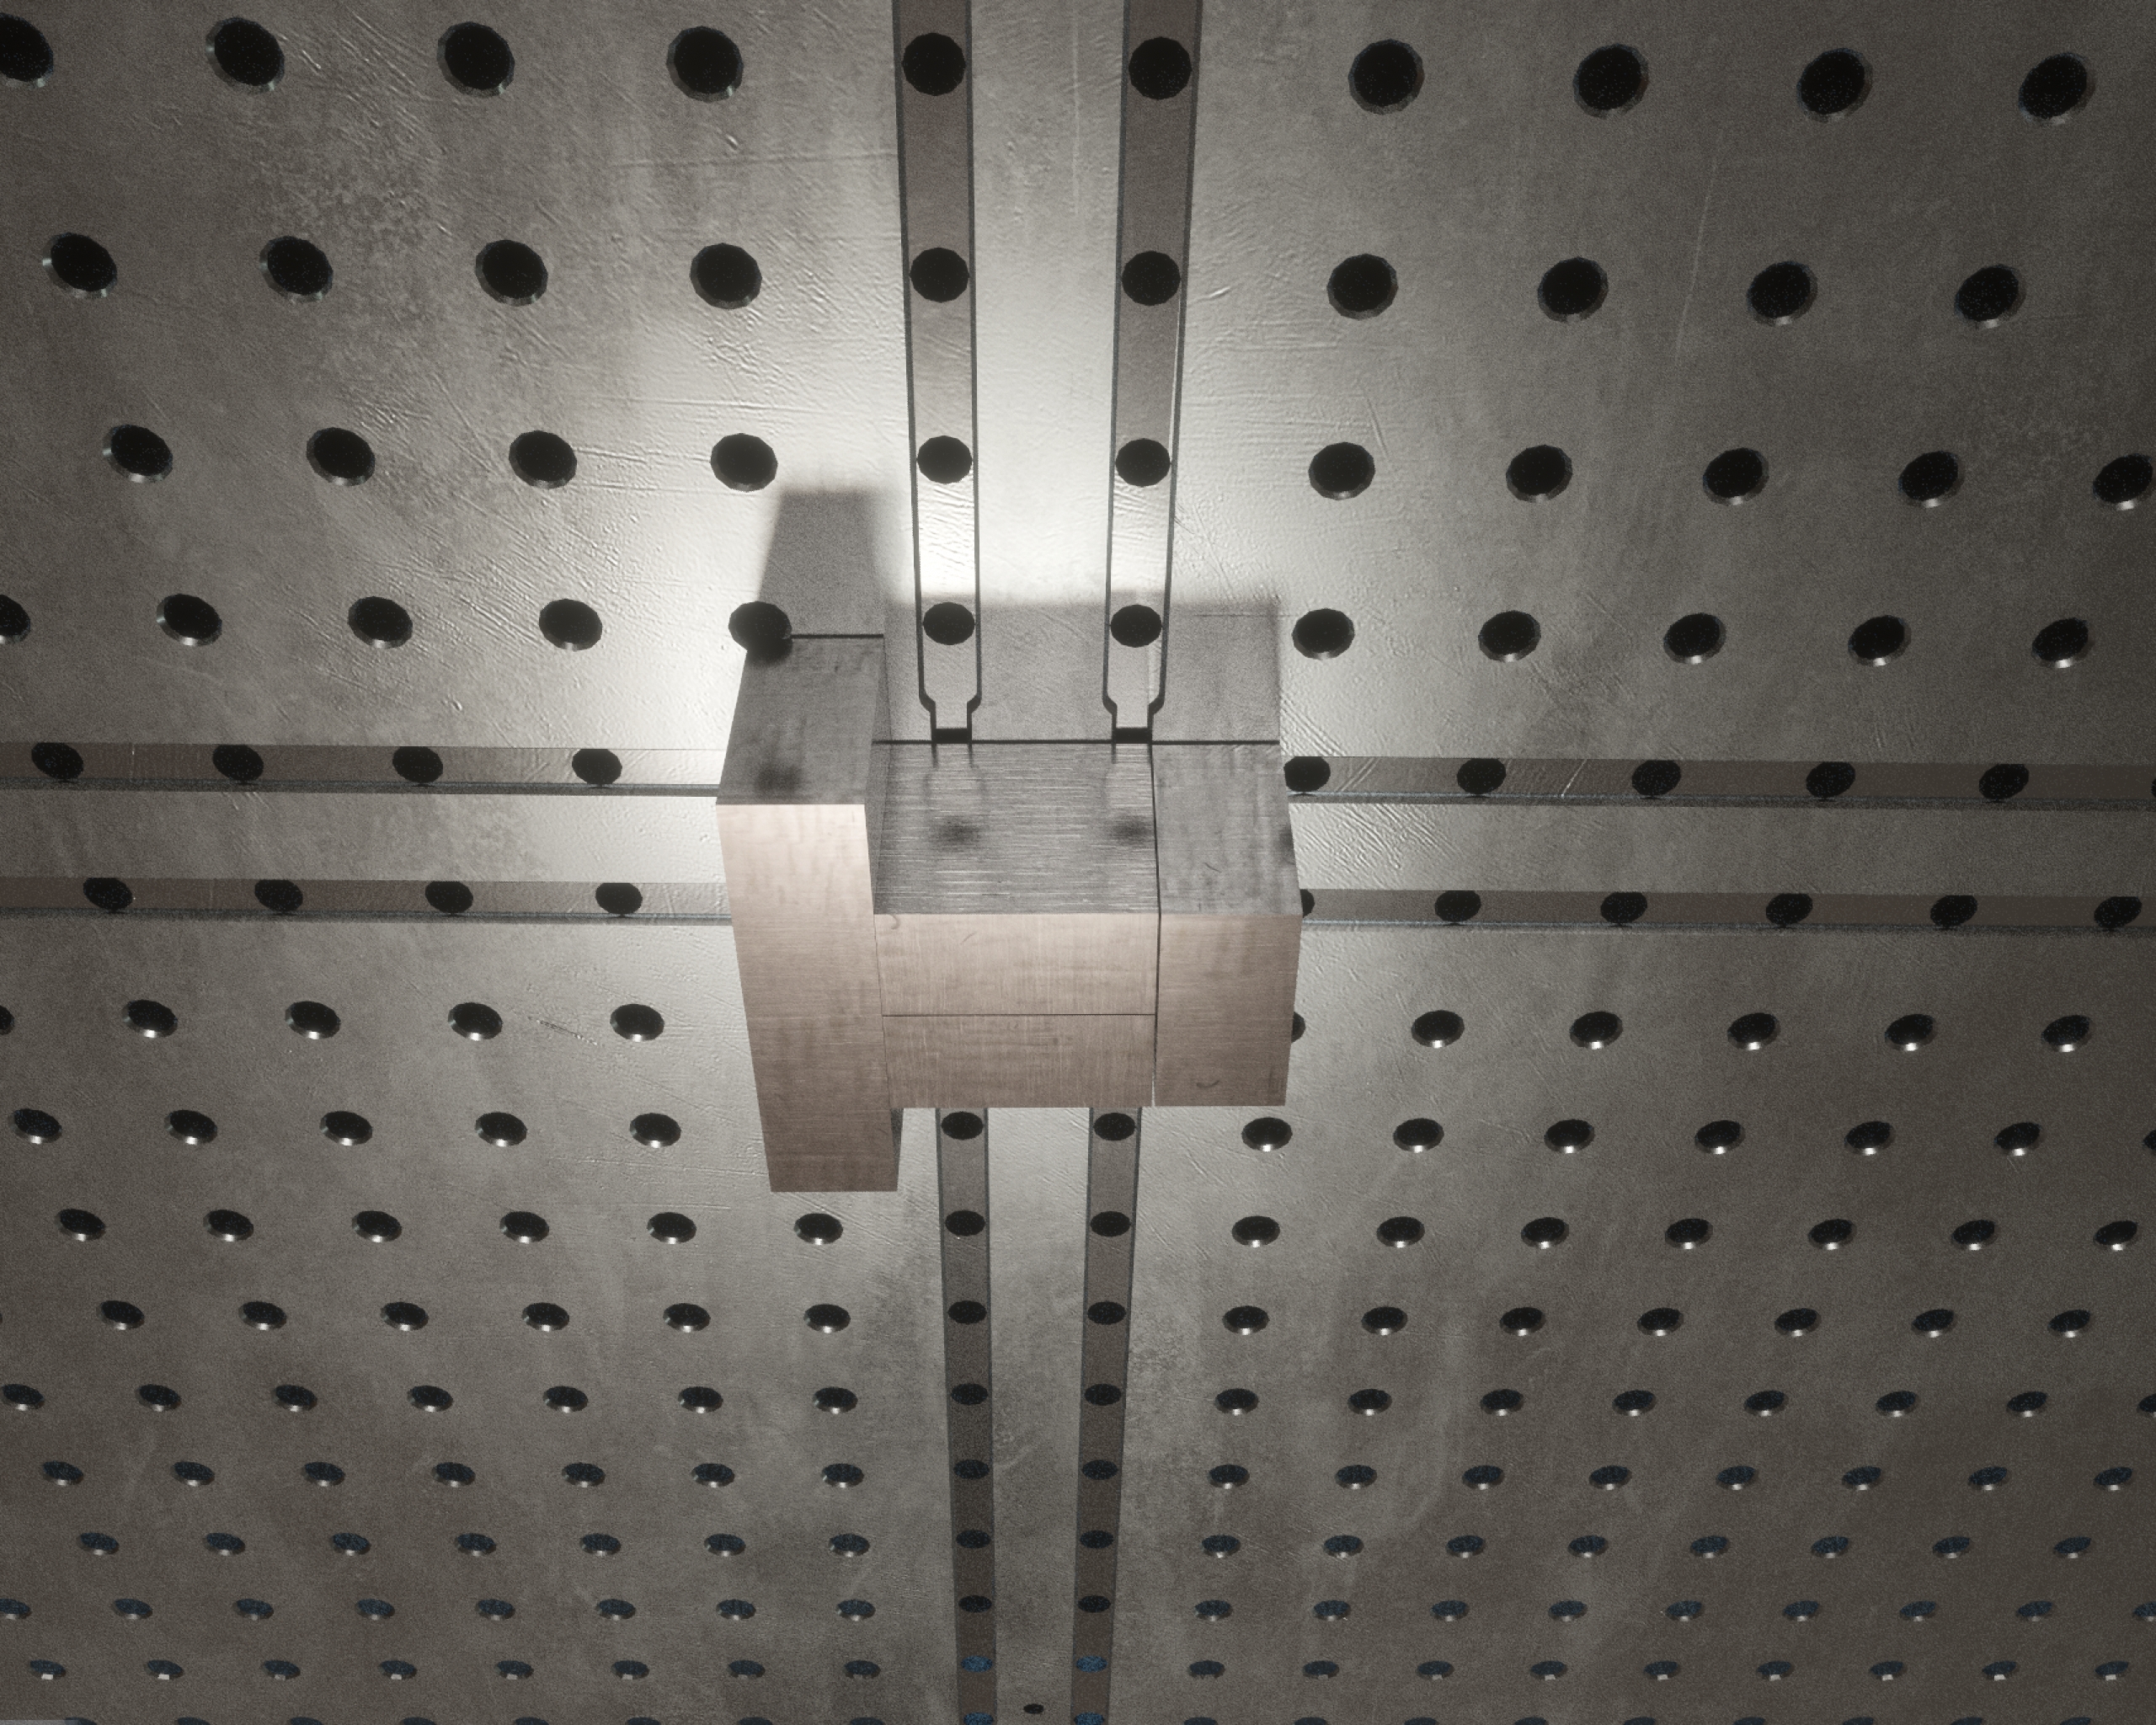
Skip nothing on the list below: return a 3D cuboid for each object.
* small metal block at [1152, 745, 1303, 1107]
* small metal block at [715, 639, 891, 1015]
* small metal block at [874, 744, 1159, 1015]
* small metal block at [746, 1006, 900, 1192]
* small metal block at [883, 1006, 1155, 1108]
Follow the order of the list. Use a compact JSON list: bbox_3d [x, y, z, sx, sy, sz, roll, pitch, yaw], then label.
[{"bbox_3d":[0.027,0.012,0.405,0.025,0.050,0.050,0,130,0],"label":"small metal block"},{"bbox_3d":[-0.049,-0.007,0.388,0.025,0.050,0.050,0,130,0],"label":"small metal block"},{"bbox_3d":[-0.011,0.002,0.396,0.050,0.050,0.025,0,130,-1],"label":"small metal block"},{"bbox_3d":[-0.049,0.031,0.420,0.025,0.050,0.050,0,130,0],"label":"small metal block"},{"bbox_3d":[-0.011,0.022,0.413,0.050,0.050,0.025,0,130,-1],"label":"small metal block"}]
